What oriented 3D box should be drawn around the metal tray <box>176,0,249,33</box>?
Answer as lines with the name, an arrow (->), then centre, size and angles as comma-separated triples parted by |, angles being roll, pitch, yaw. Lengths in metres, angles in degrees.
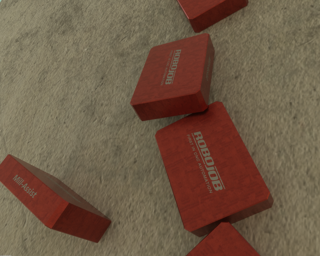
metal tray -> 0.072, -0.220, 0.497 | 0.090, 0.030, 0.130 | -27, 52, 10

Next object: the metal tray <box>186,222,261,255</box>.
metal tray -> 0.045, 0.162, 0.277 | 0.130, 0.030, 0.090 | -43, 51, -2

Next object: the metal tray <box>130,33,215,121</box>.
metal tray -> 0.021, -0.070, 0.411 | 0.090, 0.030, 0.130 | -8, 43, 24

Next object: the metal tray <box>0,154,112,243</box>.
metal tray -> -0.131, 0.085, 0.376 | 0.130, 0.090, 0.030 | 24, 75, 36

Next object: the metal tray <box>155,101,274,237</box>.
metal tray -> 0.054, 0.042, 0.346 | 0.090, 0.030, 0.130 | -27, 53, 11
